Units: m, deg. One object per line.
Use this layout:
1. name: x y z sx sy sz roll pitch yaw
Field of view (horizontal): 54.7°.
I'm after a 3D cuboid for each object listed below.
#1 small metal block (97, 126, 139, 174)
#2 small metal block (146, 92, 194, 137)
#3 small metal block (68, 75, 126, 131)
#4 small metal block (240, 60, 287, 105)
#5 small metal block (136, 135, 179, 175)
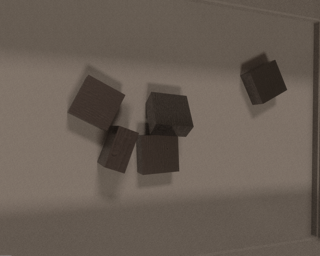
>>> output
1. small metal block: -0.052 0.025 0.379 0.025 0.050 0.050 22 83 -19
2. small metal block: 0.012 -0.017 0.404 0.050 0.025 0.050 4 56 -20
3. small metal block: -0.079 -0.030 0.382 0.050 0.025 0.050 28 81 -18
4. small metal block: 0.158 -0.069 0.471 0.050 0.025 0.050 -28 100 -18
5. small metal block: -0.003 0.033 0.410 0.050 0.025 0.050 -3 91 -20
